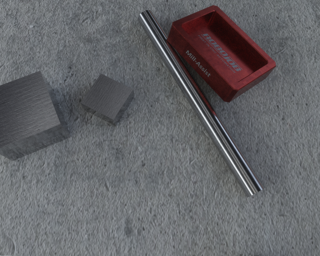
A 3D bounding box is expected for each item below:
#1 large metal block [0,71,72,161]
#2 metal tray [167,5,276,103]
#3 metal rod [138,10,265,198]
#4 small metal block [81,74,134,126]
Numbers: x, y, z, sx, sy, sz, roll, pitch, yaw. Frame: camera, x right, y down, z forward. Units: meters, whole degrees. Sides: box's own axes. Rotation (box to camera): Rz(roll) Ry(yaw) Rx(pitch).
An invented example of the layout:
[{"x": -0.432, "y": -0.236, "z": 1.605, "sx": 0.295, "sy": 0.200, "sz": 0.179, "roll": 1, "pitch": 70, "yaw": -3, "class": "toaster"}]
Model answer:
[{"x": -0.172, "y": -0.015, "z": 0.398, "sx": 0.080, "sy": 0.050, "sz": 0.080, "roll": -23, "pitch": 72, "yaw": -9, "class": "large metal block"}, {"x": 0.085, "y": -0.107, "z": 0.432, "sx": 0.091, "sy": 0.030, "sz": 0.130, "roll": -32, "pitch": 74, "yaw": -28, "class": "metal tray"}, {"x": 0.048, "y": -0.045, "z": 0.425, "sx": 0.025, "sy": 0.025, "sz": 0.299, "roll": -26, "pitch": 72, "yaw": -10, "class": "metal rod"}, {"x": -0.070, "y": -0.038, "z": 0.421, "sx": 0.050, "sy": 0.025, "sz": 0.050, "roll": 27, "pitch": 72, "yaw": 9, "class": "small metal block"}]
